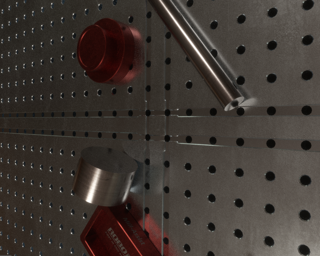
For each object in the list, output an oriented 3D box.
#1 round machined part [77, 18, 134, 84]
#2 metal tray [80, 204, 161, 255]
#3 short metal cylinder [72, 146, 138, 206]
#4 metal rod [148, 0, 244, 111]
[{"bbox_3d":[-0.088,-0.117,0.469,0.098,0.042,0.097,0,90,39],"label":"round machined part"},{"bbox_3d":[-0.058,0.179,0.451,0.130,0.030,0.089,46,117,30],"label":"metal tray"},{"bbox_3d":[-0.077,0.066,0.435,0.080,0.081,0.050,30,109,36],"label":"short metal cylinder"},{"bbox_3d":[0.012,-0.146,0.397,0.025,0.025,0.299,-44,64,31],"label":"metal rod"}]
